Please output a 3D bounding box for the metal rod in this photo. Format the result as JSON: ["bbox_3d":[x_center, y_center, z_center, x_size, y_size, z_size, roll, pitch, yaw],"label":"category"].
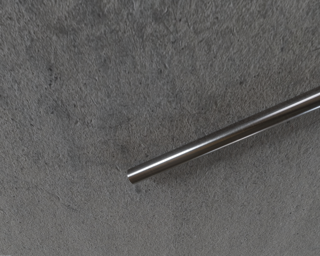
[{"bbox_3d":[0.086,0.013,0.418,0.300,0.025,0.025,-25,126,20],"label":"metal rod"}]
